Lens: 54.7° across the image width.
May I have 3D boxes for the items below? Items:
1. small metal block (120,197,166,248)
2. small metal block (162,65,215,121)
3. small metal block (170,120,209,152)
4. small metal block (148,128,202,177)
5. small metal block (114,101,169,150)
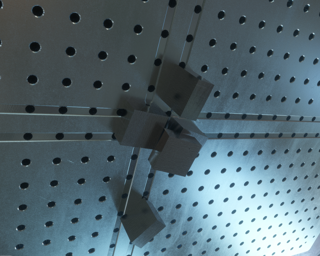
[{"bbox_3d":[-0.027,0.143,0.471,0.050,0.050,0.025,-42,130,0],"label":"small metal block"},{"bbox_3d":[0.034,-0.044,0.388,0.025,0.050,0.050,13,112,-34],"label":"small metal block"},{"bbox_3d":[0.033,0.022,0.445,0.050,0.025,0.050,20,108,-36],"label":"small metal block"},{"bbox_3d":[0.019,0.033,0.412,0.050,0.025,0.050,17,109,-26],"label":"small metal block"},{"bbox_3d":[-0.024,-0.003,0.398,0.050,0.025,0.050,11,113,-33],"label":"small metal block"}]
